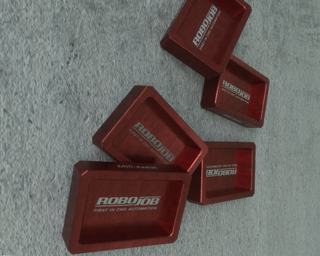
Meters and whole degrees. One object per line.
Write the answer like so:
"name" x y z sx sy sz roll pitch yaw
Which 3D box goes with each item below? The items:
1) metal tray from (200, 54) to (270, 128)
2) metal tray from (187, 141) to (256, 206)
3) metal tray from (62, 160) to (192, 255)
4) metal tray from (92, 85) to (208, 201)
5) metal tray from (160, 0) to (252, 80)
"metal tray" 0.127 -0.058 0.506 0.131 0.030 0.090 19 78 -38
"metal tray" 0.099 0.066 0.483 0.131 0.030 0.089 3 88 -40
"metal tray" -0.034 0.086 0.345 0.131 0.030 0.089 6 100 -31
"metal tray" -0.007 0.021 0.384 0.130 0.030 0.090 45 75 -31
"metal tray" 0.068 -0.145 0.438 0.090 0.030 0.130 32 69 -14
